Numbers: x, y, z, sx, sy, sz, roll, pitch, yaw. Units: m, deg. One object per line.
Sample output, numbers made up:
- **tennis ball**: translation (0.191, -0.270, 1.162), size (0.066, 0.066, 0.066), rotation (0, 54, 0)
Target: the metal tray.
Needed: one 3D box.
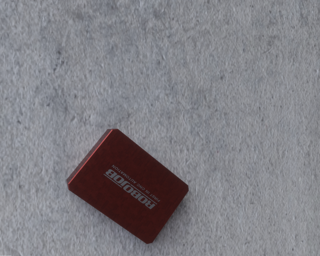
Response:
- **metal tray**: translation (-0.038, 0.073, 0.393), size (0.130, 0.030, 0.090), rotation (41, 77, -16)
